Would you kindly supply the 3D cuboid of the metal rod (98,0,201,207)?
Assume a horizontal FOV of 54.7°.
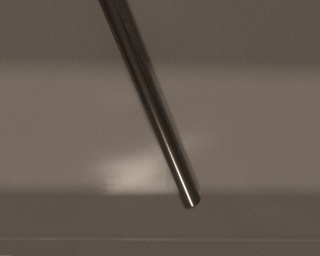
[{"bbox_3d":[-0.007,-0.024,0.402,0.025,0.025,0.299,-20,109,7],"label":"metal rod"}]
